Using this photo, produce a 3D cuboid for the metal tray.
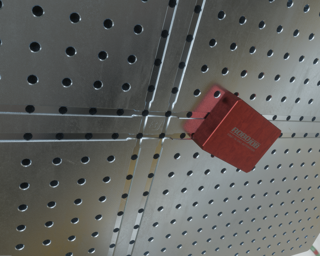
[{"bbox_3d":[0.123,0.011,0.485,0.131,0.030,0.090,28,103,-38],"label":"metal tray"}]
